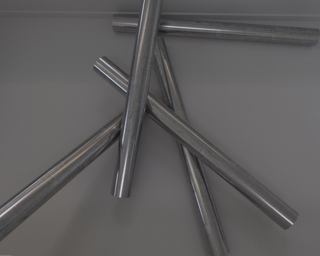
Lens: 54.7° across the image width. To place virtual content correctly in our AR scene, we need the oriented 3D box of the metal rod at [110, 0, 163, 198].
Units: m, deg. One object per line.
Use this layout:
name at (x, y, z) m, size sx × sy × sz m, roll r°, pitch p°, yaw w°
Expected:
metal rod at (-0.022, -0.068, 0.366) m, size 0.025 × 0.025 × 0.298 m, roll 9°, pitch 91°, yaw 3°

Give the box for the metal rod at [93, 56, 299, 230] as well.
metal rod at (0.035, 0.011, 0.378) m, size 0.300 × 0.025 × 0.025 m, roll 40°, pitch 75°, yaw 11°

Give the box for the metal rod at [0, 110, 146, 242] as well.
metal rod at (-0.104, 0.048, 0.325) m, size 0.025 × 0.025 × 0.302 m, roll 36°, pitch 49°, yaw 12°

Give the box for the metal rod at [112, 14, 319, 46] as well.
metal rod at (0.081, -0.147, 0.463) m, size 0.302 × 0.025 × 0.025 m, roll 5°, pitch 70°, yaw 1°

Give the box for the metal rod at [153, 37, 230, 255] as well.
metal rod at (0.031, 0.010, 0.406) m, size 0.025 × 0.025 × 0.299 m, roll -14°, pitch 71°, yaw -5°
